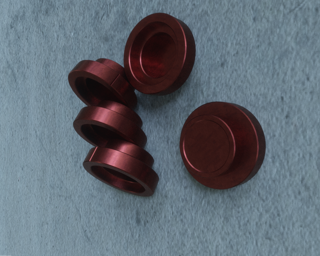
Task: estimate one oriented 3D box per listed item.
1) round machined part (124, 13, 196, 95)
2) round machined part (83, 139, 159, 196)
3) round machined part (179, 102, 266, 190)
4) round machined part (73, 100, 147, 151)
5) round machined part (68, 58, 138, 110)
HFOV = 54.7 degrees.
[{"bbox_3d":[0.004,-0.089,0.388,0.098,0.042,0.097,-1,89,38],"label":"round machined part"},{"bbox_3d":[-0.047,0.049,0.406,0.098,0.098,0.042,-1,55,39],"label":"round machined part"},{"bbox_3d":[0.061,0.019,0.342,0.098,0.042,0.097,0,90,39],"label":"round machined part"},{"bbox_3d":[-0.063,-0.001,0.419,0.098,0.098,0.042,-1,55,39],"label":"round machined part"},{"bbox_3d":[-0.073,-0.058,0.429,0.098,0.098,0.042,7,55,39],"label":"round machined part"}]
